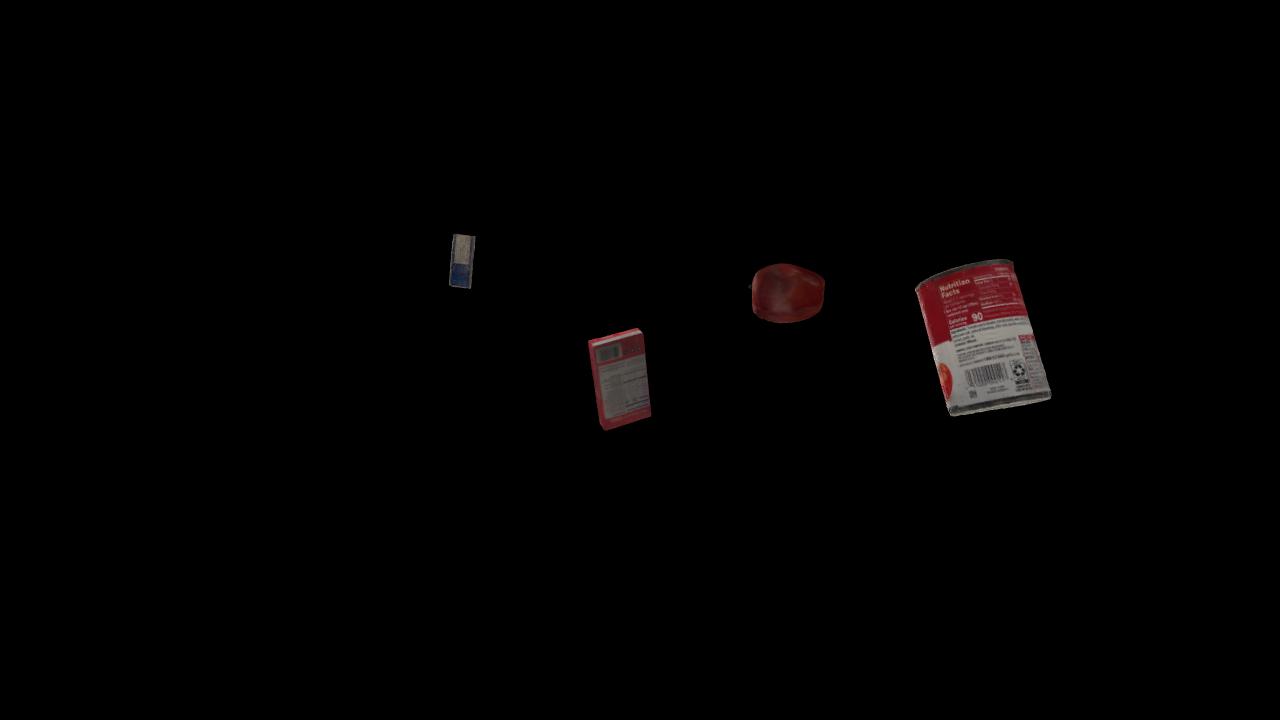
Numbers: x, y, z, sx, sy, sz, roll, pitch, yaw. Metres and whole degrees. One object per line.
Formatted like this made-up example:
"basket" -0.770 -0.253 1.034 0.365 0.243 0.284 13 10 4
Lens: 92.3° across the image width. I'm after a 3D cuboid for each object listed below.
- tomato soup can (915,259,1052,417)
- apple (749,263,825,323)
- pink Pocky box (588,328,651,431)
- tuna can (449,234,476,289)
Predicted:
"tomato soup can" 0.249 -0.014 0.449 0.068 0.101 0.068 -9 -13 -2
"apple" 0.182 -0.084 0.768 0.093 0.079 0.079 7 2 16
"pink Pocky box" -0.030 0.031 0.962 0.084 0.155 0.029 -16 30 -17
"tuna can" -0.279 -0.155 0.965 0.034 0.084 0.084 5 -1 -16
